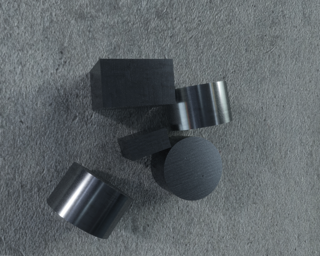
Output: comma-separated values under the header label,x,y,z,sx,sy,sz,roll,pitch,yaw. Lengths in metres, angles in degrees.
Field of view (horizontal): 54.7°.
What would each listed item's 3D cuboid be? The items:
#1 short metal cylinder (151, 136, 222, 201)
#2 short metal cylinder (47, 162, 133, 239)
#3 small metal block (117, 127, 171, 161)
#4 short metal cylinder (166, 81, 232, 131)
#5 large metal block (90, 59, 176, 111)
label,x,y,z,sx,sy,sz,roll,pitch,yaw
short metal cylinder,0.034,0.050,0.408,0.081,0.050,0.079,0,90,-20
short metal cylinder,-0.078,0.081,0.351,0.080,0.080,0.050,36,78,-17
small metal block,-0.021,0.019,0.388,0.050,0.050,0.025,-19,97,-19
short metal cylinder,0.049,-0.028,0.398,0.081,0.080,0.050,-11,94,-20
large metal block,-0.036,-0.049,0.367,0.081,0.080,0.050,-4,92,-20
